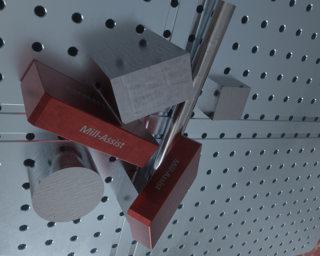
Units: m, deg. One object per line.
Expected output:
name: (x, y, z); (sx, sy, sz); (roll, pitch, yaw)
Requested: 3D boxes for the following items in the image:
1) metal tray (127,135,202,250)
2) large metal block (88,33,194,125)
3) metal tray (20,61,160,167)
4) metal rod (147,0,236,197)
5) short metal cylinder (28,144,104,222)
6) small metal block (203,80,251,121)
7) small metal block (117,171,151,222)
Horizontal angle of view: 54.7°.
metal tray: (0.010, 0.083, 0.407); (0.130, 0.030, 0.090); (-52, 157, -33)
large metal block: (-0.021, -0.056, 0.329); (0.081, 0.080, 0.050); (-22, 127, -15)
metal tray: (-0.071, -0.013, 0.321); (0.131, 0.090, 0.030); (27, 103, -37)
metal rod: (0.028, -0.017, 0.415); (0.025, 0.025, 0.298); (7, 115, -32)
short metal cylinder: (-0.114, 0.066, 0.374); (0.081, 0.050, 0.079); (-14, 124, -21)
small metal block: (0.095, -0.039, 0.438); (0.050, 0.025, 0.050); (-3, 120, -27)
small metal block: (-0.035, 0.096, 0.435); (0.025, 0.050, 0.050); (5, 116, -31)
